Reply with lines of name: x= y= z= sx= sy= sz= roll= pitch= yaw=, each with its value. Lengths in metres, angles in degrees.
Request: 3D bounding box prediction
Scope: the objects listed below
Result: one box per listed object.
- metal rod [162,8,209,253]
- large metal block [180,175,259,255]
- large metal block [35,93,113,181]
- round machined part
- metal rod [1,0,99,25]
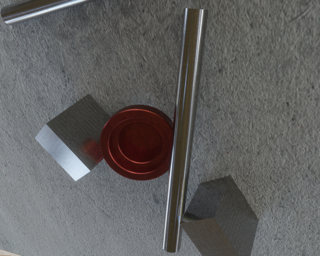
metal rod: x=0.026 y=0.019 z=0.364 sx=0.025 sy=0.025 sz=0.298 roll=12 pitch=112 yaw=21
large metal block: x=0.080 y=0.122 z=0.404 sx=0.050 sy=0.080 sz=0.080 roll=-24 pitch=106 yaw=36
large metal block: x=-0.108 y=0.012 z=0.429 sx=0.080 sy=0.080 sz=0.050 roll=49 pitch=137 yaw=-7
round machined part: x=-0.025 y=0.016 z=0.404 sx=0.099 sy=0.042 sz=0.097 roll=2 pitch=111 yaw=5
metal rod: x=-0.071 y=-0.156 z=0.345 sx=0.300 sy=0.025 sz=0.025 roll=-2 pitch=118 yaw=28
